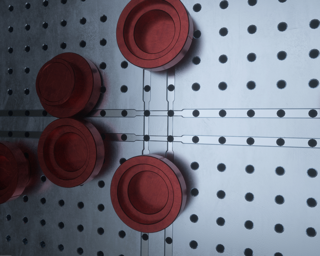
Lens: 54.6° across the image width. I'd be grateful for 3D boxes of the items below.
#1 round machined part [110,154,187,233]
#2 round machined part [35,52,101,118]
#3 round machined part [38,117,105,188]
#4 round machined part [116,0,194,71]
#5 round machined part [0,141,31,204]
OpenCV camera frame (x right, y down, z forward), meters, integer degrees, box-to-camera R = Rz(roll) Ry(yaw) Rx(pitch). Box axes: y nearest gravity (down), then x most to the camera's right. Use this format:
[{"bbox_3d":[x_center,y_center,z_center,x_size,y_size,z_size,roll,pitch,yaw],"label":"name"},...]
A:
[{"bbox_3d":[-0.012,0.083,0.408,0.098,0.042,0.097,0,90,20],"label":"round machined part"},{"bbox_3d":[-0.139,-0.063,0.450,0.098,0.042,0.098,-2,85,21],"label":"round machined part"},{"bbox_3d":[-0.123,0.034,0.448,0.098,0.042,0.097,0,90,20],"label":"round machined part"},{"bbox_3d":[-0.004,-0.123,0.405,0.098,0.042,0.097,0,90,20],"label":"round machined part"},{"bbox_3d":[-0.247,0.069,0.492,0.098,0.042,0.097,0,90,20],"label":"round machined part"}]
